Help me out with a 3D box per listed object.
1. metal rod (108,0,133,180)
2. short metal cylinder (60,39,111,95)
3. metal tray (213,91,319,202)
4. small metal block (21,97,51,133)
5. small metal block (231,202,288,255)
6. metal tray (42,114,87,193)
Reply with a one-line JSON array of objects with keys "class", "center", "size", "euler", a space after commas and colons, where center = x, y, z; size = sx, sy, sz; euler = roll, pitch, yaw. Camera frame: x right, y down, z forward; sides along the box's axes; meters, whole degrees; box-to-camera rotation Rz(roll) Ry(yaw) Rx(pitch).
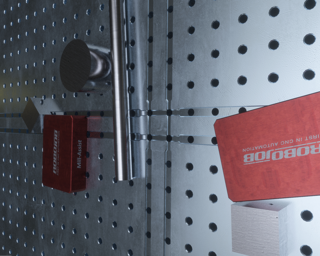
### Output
[{"class": "metal rod", "center": [-0.059, -0.074, 0.458], "size": [0.025, 0.025, 0.298], "euler": [-4, 87, 40]}, {"class": "short metal cylinder", "center": [-0.113, -0.094, 0.487], "size": [0.080, 0.050, 0.080], "euler": [0, 90, 40]}, {"class": "metal tray", "center": [0.123, 0.021, 0.304], "size": [0.130, 0.030, 0.090], "euler": [-16, 80, 38]}, {"class": "small metal block", "center": [-0.245, -0.025, 0.612], "size": [0.050, 0.025, 0.050], "euler": [51, 120, 28]}, {"class": "small metal block", "center": [0.104, 0.106, 0.324], "size": [0.050, 0.025, 0.050], "euler": [-2, 89, 40]}, {"class": "metal tray", "center": [-0.170, 0.042, 0.547], "size": [0.090, 0.030, 0.129], "euler": [3, 92, 40]}]
